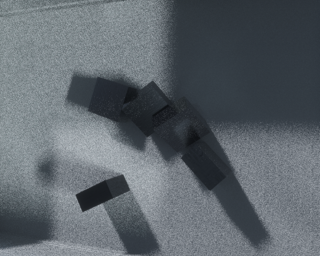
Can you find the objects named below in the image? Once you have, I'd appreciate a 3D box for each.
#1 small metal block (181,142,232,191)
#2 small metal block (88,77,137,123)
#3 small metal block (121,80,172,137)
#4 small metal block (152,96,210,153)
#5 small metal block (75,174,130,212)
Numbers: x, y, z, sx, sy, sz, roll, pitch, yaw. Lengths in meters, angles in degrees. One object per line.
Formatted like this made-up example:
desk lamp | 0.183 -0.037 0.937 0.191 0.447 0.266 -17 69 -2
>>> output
small metal block | 0.058 0.045 0.377 0.025 0.050 0.050 -45 76 15
small metal block | -0.067 -0.039 0.433 0.050 0.025 0.050 20 97 21
small metal block | -0.013 -0.025 0.404 0.050 0.025 0.050 -37 108 16
small metal block | 0.026 -0.004 0.386 0.050 0.050 0.025 -34 34 17
small metal block | -0.077 0.088 0.424 0.050 0.050 0.025 -28 81 18
